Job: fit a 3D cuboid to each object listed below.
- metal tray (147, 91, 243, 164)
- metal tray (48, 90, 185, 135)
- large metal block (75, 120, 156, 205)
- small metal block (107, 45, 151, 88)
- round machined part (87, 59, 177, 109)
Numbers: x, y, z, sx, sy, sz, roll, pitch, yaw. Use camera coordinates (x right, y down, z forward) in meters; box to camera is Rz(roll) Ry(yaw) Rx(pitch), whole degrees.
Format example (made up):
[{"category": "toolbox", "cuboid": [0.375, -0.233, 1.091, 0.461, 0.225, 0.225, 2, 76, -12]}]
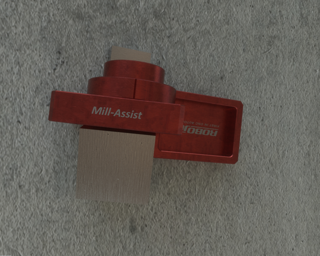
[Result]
[{"category": "metal tray", "cuboid": [0.048, 0.000, 0.426, 0.131, 0.030, 0.089, 7, 88, -20]}, {"category": "metal tray", "cuboid": [-0.043, -0.014, 0.342, 0.131, 0.090, 0.030, 6, 89, -2]}, {"category": "large metal block", "cuboid": [-0.049, 0.038, 0.360, 0.081, 0.050, 0.079, 6, 101, -3]}, {"category": "small metal block", "cuboid": [-0.042, -0.073, 0.396, 0.050, 0.025, 0.050, 7, 88, -20]}, {"category": "round machined part", "cuboid": [-0.030, -0.048, 0.349, 0.099, 0.098, 0.042, 6, 88, -20]}]
